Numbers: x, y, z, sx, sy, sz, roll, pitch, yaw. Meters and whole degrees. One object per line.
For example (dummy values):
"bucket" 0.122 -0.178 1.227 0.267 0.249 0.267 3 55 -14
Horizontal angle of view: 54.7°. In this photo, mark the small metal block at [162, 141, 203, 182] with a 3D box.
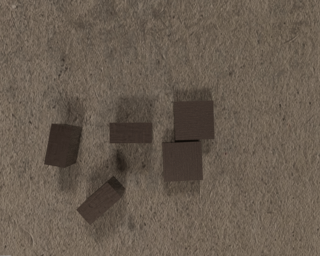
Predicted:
"small metal block" 0.029 0.043 0.410 0.050 0.025 0.050 -3 90 -1

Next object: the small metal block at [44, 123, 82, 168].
"small metal block" -0.122 0.021 0.396 0.025 0.050 0.050 10 90 0

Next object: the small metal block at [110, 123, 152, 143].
"small metal block" -0.036 0.006 0.397 0.050 0.050 0.025 0 90 -1

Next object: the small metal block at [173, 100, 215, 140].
"small metal block" 0.044 -0.010 0.411 0.050 0.025 0.050 -2 90 -1

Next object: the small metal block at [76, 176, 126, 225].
"small metal block" -0.074 0.091 0.397 0.050 0.050 0.025 -41 90 0
